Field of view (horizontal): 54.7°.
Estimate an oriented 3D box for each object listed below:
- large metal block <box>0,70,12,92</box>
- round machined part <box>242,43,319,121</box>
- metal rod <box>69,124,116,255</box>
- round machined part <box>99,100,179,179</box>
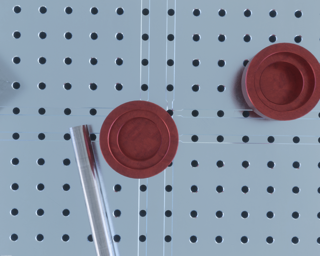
[{"bbox_3d":[-0.260,-0.067,0.399,0.080,0.050,0.080,-40,90,0],"label":"large metal block"},{"bbox_3d":[0.156,-0.058,0.406,0.099,0.042,0.097,0,90,0],"label":"round machined part"},{"bbox_3d":[-0.077,0.144,0.412,0.025,0.025,0.298,-12,90,0],"label":"metal rod"},{"bbox_3d":[-0.026,0.014,0.404,0.099,0.042,0.097,0,90,-1],"label":"round machined part"}]
